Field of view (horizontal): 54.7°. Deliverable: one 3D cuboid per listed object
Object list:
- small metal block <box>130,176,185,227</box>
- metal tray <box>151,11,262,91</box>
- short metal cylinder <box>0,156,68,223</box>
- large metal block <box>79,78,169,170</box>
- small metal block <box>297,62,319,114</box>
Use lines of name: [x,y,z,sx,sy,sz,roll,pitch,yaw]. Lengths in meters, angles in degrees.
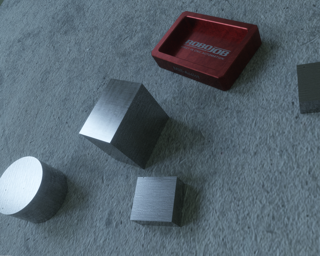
small metal block: [-0.002,0.084,0.354,0.050,0.025,0.050,-5,59,25]
metal tray: [0.062,-0.113,0.437,0.130,0.030,0.090,28,77,37]
short metal cylinder: [-0.177,0.086,0.428,0.080,0.050,0.080,-13,56,21]
large metal block: [-0.041,-0.004,0.393,0.050,0.080,0.080,14,69,34]
small metal block: [0.179,-0.045,0.338,0.050,0.025,0.050,-4,60,26]
